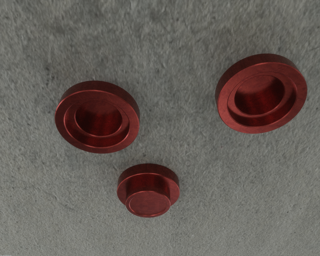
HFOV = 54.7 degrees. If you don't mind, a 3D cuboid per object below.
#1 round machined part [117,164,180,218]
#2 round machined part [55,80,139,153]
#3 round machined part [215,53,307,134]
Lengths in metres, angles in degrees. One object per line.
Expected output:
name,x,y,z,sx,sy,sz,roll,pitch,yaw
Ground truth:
round machined part,-0.018,0.104,0.484,0.099,0.042,0.097,-1,130,0
round machined part,-0.074,-0.017,0.380,0.099,0.042,0.097,-1,130,0
round machined part,0.114,-0.043,0.361,0.099,0.042,0.097,-1,130,0
